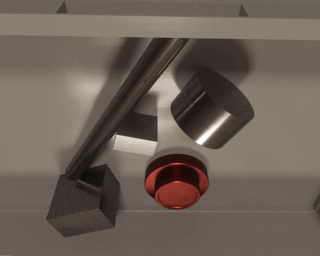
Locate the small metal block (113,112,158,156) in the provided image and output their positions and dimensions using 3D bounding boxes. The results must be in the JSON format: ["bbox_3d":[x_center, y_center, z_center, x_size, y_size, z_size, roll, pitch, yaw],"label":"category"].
[{"bbox_3d":[-0.031,0.006,0.397,0.050,0.050,0.025,11,129,-10],"label":"small metal block"}]

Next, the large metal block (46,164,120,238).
[{"bbox_3d":[-0.111,0.108,0.463,0.080,0.080,0.050,-15,129,12],"label":"large metal block"}]

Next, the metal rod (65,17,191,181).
[{"bbox_3d":[-0.058,-0.007,0.359,0.025,0.025,0.298,23,139,-19],"label":"metal rod"}]

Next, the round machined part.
[{"bbox_3d":[0.026,0.088,0.474,0.099,0.042,0.097,-1,130,0],"label":"round machined part"}]

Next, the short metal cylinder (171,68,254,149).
[{"bbox_3d":[0.060,-0.022,0.355,0.080,0.080,0.050,26,125,-21],"label":"short metal cylinder"}]
